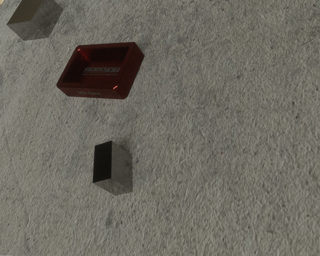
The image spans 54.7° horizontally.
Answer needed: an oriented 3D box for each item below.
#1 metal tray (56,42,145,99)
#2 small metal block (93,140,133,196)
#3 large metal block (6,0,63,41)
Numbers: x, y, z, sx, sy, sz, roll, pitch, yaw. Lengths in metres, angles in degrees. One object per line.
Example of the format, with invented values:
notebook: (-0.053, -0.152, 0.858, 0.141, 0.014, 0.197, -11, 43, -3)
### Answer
metal tray: (-0.099, -0.095, 0.511, 0.130, 0.030, 0.090, 6, 65, 30)
small metal block: (-0.058, 0.051, 0.387, 0.025, 0.050, 0.050, -17, 55, 18)
large metal block: (-0.274, -0.243, 0.681, 0.080, 0.050, 0.080, 4, 64, 30)
